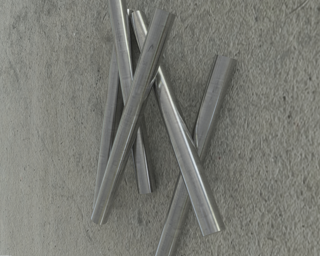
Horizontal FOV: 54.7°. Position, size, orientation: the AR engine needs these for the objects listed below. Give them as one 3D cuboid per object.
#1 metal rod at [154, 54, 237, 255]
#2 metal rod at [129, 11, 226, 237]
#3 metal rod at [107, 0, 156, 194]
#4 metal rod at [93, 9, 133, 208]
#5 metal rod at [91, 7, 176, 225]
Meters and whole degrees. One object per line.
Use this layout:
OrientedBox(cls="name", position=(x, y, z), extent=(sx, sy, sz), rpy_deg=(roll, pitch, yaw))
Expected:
OrientedBox(cls="metal rod", position=(0.034, 0.062, 0.376), extent=(0.025, 0.025, 0.298), rpy_deg=(25, 106, 37))
OrientedBox(cls="metal rod", position=(0.011, -0.024, 0.370), extent=(0.025, 0.025, 0.299), rpy_deg=(-36, 60, 34))
OrientedBox(cls="metal rod", position=(-0.041, -0.061, 0.420), extent=(0.025, 0.025, 0.298), rpy_deg=(-10, 90, 39))
OrientedBox(cls="metal rod", position=(-0.071, -0.023, 0.463), extent=(0.025, 0.025, 0.298), rpy_deg=(14, 99, 39))
OrientedBox(cls="metal rod", position=(-0.041, 0.002, 0.394), extent=(0.025, 0.025, 0.298), rpy_deg=(36, 117, 34))
